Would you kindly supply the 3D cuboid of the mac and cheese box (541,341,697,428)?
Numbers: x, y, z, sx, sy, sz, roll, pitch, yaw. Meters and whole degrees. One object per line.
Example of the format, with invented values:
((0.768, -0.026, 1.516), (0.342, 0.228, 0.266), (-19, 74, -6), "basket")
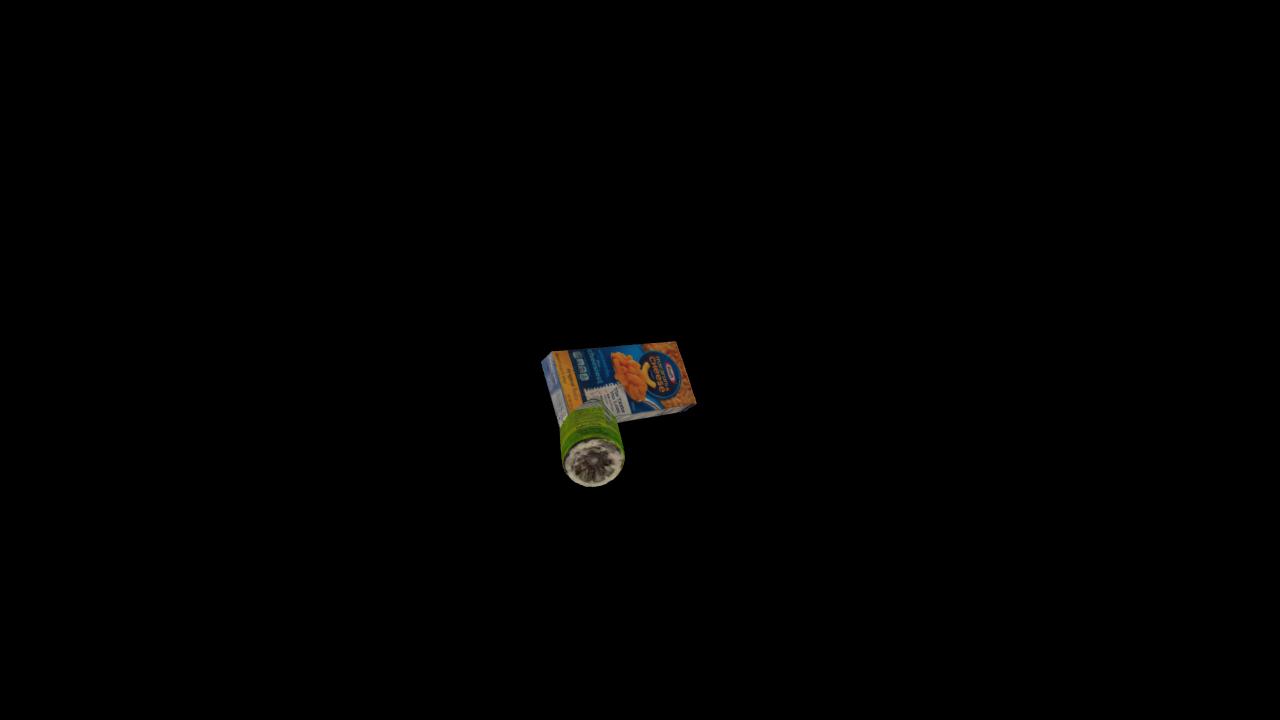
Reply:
((-0.023, 0.029, 0.762), (0.184, 0.093, 0.041), (-7, -21, -34), "mac and cheese box")

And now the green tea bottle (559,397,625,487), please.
((-0.065, 0.061, 0.746), (0.073, 0.073, 0.212), (0, 30, -9), "green tea bottle")
